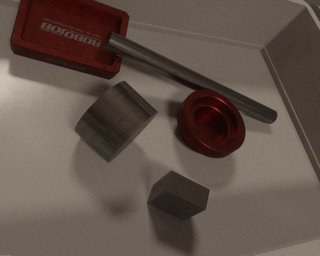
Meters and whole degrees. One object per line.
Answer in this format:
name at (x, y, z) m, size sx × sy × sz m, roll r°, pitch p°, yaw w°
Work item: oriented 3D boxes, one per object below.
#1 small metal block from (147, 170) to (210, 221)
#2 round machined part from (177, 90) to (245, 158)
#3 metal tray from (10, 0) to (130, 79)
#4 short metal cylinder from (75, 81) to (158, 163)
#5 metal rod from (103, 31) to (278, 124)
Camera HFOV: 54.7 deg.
small metal block at (0.020, 0.079, 0.354) m, size 0.050 × 0.050 × 0.025 m, roll 28°, pitch 52°, yaw -11°
round machined part at (0.067, -0.002, 0.434) m, size 0.099 × 0.042 × 0.098 m, roll 14°, pitch 56°, yaw -21°
metal tray at (-0.112, -0.124, 0.399) m, size 0.131 × 0.030 × 0.090 m, roll 13°, pitch 77°, yaw -22°
short metal cylinder at (-0.048, -0.007, 0.350) m, size 0.050 × 0.080 × 0.080 m, roll 44°, pitch 51°, yaw 1°
metal rod at (0.061, -0.064, 0.452) m, size 0.302 × 0.025 × 0.025 m, roll 20°, pitch 54°, yaw -27°
